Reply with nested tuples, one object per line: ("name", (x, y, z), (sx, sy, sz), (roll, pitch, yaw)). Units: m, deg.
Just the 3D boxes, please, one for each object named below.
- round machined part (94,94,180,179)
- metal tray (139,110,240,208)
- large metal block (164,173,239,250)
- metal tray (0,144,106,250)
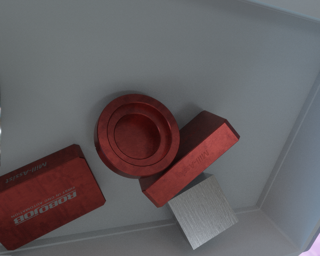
("round machined part", (-0.030, 0.012, 0.368), (0.099, 0.098, 0.042), (-8, 165, -25))
("metal tray", (0.031, 0.035, 0.403), (0.130, 0.090, 0.030), (-41, 105, -1))
("large metal block", (0.060, 0.125, 0.480), (0.080, 0.050, 0.080), (-28, 91, -11))
("metal tray", (-0.143, 0.086, 0.381), (0.131, 0.030, 0.090), (-25, 128, -13))
